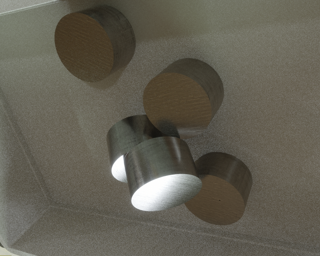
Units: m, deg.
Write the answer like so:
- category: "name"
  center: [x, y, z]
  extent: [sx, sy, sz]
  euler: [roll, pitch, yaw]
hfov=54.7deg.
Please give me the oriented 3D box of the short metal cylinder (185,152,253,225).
- category: "short metal cylinder"
  center: [0.074, 0.078, 0.402]
  extent: [0.080, 0.050, 0.079]
  euler: [13, 124, 21]

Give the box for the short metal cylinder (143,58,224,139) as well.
- category: "short metal cylinder"
  center: [0.028, -0.034, 0.357]
  extent: [0.080, 0.050, 0.079]
  euler: [13, 124, 21]

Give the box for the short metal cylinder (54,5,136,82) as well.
- category: "short metal cylinder"
  center: [-0.077, -0.101, 0.370]
  extent: [0.080, 0.050, 0.079]
  euler: [13, 124, 21]

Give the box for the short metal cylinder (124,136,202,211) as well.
- category: "short metal cylinder"
  center: [0.002, 0.054, 0.358]
  extent: [0.081, 0.050, 0.080]
  euler: [-11, 142, -8]

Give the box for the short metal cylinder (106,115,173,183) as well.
- category: "short metal cylinder"
  center: [-0.025, 0.028, 0.397]
  extent: [0.081, 0.050, 0.080]
  euler: [-11, 141, -8]
